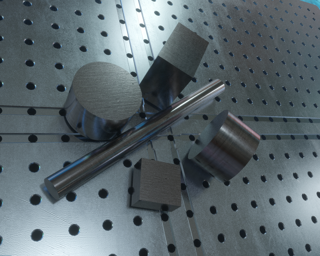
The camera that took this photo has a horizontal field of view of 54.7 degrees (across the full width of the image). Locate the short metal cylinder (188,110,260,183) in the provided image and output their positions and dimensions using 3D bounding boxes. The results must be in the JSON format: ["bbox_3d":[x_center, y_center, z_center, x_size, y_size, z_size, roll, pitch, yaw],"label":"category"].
[{"bbox_3d":[0.081,0.023,0.398,0.050,0.080,0.080,38,51,-4],"label":"short metal cylinder"}]

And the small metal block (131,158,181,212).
[{"bbox_3d":[-0.004,0.067,0.361,0.050,0.025,0.050,14,56,-21],"label":"small metal block"}]

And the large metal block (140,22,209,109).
[{"bbox_3d":[0.016,-0.083,0.428,0.050,0.080,0.080,32,52,-8],"label":"large metal block"}]

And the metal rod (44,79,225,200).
[{"bbox_3d":[-0.008,-0.003,0.401,0.302,0.025,0.025,-32,80,-38],"label":"metal rod"}]

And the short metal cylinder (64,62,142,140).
[{"bbox_3d":[-0.068,-0.032,0.370,0.081,0.050,0.080,14,56,-21],"label":"short metal cylinder"}]
